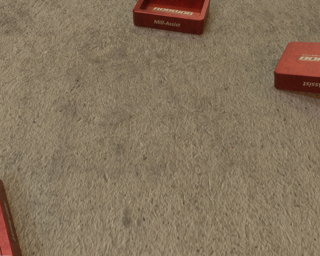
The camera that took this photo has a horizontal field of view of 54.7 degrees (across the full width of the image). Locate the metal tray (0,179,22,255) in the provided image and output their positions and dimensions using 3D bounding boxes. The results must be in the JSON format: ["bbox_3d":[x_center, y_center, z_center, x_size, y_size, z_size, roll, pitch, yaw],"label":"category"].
[{"bbox_3d":[-0.195,0.112,0.304,0.091,0.030,0.130,-23,54,-18],"label":"metal tray"}]

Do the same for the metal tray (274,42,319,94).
[{"bbox_3d":[0.246,-0.088,0.453,0.130,0.030,0.090,12,49,31],"label":"metal tray"}]

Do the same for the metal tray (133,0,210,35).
[{"bbox_3d":[0.024,-0.222,0.586,0.131,0.030,0.090,11,51,9],"label":"metal tray"}]
